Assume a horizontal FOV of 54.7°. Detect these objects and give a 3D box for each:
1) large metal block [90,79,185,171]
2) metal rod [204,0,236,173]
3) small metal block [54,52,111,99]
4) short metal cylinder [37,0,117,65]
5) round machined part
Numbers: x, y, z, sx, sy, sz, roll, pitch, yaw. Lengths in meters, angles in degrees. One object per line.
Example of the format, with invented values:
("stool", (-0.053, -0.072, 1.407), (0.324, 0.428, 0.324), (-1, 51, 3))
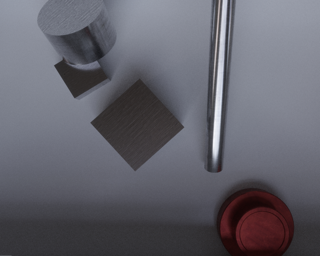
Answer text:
("large metal block", (-0.027, -0.004, 0.399), (0.080, 0.050, 0.080), (-42, 91, 0))
("metal rod", (0.067, -0.079, 0.346), (0.025, 0.025, 0.298), (-2, 118, 0))
("small metal block", (-0.102, -0.072, 0.410), (0.050, 0.025, 0.050), (-32, 91, 0))
("short metal cylinder", (-0.100, -0.124, 0.380), (0.080, 0.050, 0.080), (-5, 60, 9))
("round machined part", (0.127, 0.131, 0.405), (0.099, 0.042, 0.097), (0, 90, -1))
